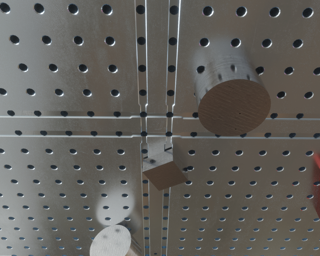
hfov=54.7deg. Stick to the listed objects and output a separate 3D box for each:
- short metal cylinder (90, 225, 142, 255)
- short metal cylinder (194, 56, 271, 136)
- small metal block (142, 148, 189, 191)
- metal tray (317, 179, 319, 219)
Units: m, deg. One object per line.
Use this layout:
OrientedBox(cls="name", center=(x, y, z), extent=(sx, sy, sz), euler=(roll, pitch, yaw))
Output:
OrientedBox(cls="short metal cylinder", center=(-0.080, 0.227, 0.568), extent=(0.080, 0.080, 0.050), euler=(-15, 129, 12))
OrientedBox(cls="short metal cylinder", center=(0.083, -0.036, 0.365), extent=(0.081, 0.050, 0.079), euler=(0, 130, 0))
OrientedBox(cls="small metal block", center=(0.008, 0.064, 0.466), extent=(0.050, 0.025, 0.050), euler=(-23, 127, 18))
OrientedBox(cls="metal tray", center=(0.312, 0.110, 0.505), extent=(0.090, 0.030, 0.129), euler=(-12, 129, 10))
